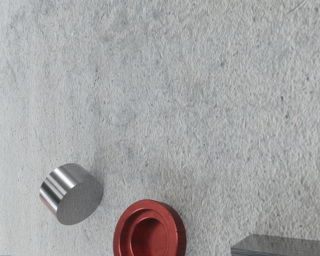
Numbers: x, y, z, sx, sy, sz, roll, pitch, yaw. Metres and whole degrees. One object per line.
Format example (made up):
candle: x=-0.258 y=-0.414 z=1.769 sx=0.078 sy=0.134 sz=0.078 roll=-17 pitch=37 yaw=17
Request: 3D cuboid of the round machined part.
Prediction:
round machined part: x=-0.008 y=0.141 z=0.387 sx=0.098 sy=0.042 sz=0.098 roll=-15 pitch=62 yaw=32

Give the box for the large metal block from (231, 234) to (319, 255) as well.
large metal block: x=0.119 y=0.150 z=0.290 sx=0.080 sy=0.050 sz=0.080 roll=-9 pitch=85 yaw=39

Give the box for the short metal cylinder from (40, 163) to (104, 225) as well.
short metal cylinder: x=-0.135 y=0.101 z=0.478 sx=0.050 sy=0.081 sz=0.079 roll=31 pitch=109 yaw=35
